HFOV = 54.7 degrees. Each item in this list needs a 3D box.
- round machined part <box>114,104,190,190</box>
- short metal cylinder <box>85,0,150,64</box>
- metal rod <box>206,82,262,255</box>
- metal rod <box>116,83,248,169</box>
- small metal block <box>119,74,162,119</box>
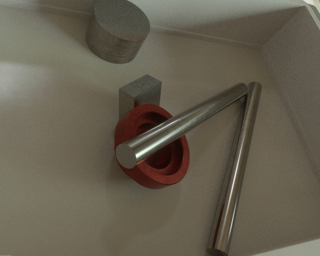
[{"bbox_3d":[-0.014,0.024,0.362,0.098,0.042,0.098,25,51,-36],"label":"round machined part"},{"bbox_3d":[-0.061,-0.139,0.443,0.081,0.050,0.080,14,56,-21],"label":"short metal cylinder"},{"bbox_3d":[0.115,0.036,0.447,0.025,0.025,0.301,32,51,-8],"label":"metal rod"},{"bbox_3d":[0.052,-0.019,0.405,0.025,0.025,0.302,52,38,8],"label":"metal rod"},{"bbox_3d":[-0.025,-0.034,0.394,0.025,0.050,0.050,31,46,27],"label":"small metal block"}]
